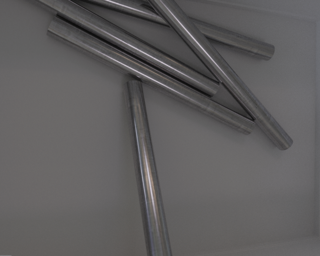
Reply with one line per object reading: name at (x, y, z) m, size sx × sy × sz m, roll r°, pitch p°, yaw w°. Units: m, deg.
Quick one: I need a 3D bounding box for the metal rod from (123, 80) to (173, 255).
metal rod at (-0.010, 0.078, 0.335) m, size 0.025 × 0.025 × 0.299 m, roll -1°, pitch 63°, yaw -20°

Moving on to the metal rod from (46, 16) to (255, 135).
metal rod at (0.002, -0.060, 0.410) m, size 0.302 × 0.025 × 0.025 m, roll 25°, pitch 82°, yaw -19°

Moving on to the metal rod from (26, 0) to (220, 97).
metal rod at (-0.054, -0.114, 0.390) m, size 0.302 × 0.025 × 0.025 m, roll 25°, pitch 82°, yaw -19°

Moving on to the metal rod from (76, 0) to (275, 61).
metal rod at (0.026, -0.142, 0.419) m, size 0.302 × 0.025 × 0.025 m, roll 11°, pitch 86°, yaw -20°

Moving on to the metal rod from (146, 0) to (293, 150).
metal rod at (0.093, -0.070, 0.428) m, size 0.300 × 0.025 × 0.025 m, roll 43°, pitch 77°, yaw -21°
